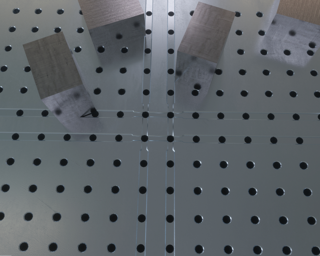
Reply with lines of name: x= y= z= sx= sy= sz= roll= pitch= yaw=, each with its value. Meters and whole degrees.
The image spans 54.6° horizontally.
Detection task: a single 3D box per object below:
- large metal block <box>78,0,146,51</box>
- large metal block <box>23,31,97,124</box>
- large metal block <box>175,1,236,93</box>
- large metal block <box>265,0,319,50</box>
large metal block: x=-0.073 y=-0.173 z=0.461 sx=0.080 sy=0.050 sz=0.080 roll=-19 pitch=71 yaw=-7
large metal block: x=-0.128 y=-0.063 z=0.405 sx=0.050 sy=0.080 sz=0.080 roll=-22 pitch=72 yaw=-8
large metal block: x=0.059 y=-0.107 z=0.422 sx=0.050 sy=0.080 sz=0.080 roll=20 pitch=71 yaw=7
large metal block: x=0.213 y=-0.174 z=0.463 sx=0.080 sy=0.050 sz=0.080 roll=19 pitch=71 yaw=6
